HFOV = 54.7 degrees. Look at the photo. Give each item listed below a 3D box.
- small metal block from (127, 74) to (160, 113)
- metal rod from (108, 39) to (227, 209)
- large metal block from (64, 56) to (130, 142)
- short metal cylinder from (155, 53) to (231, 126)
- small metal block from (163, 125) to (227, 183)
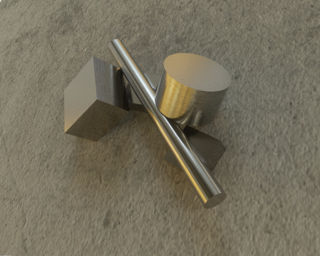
[{"bbox_3d":[-0.022,-0.050,0.447,0.050,0.025,0.050,13,68,33],"label":"small metal block"},{"bbox_3d":[-0.008,-0.029,0.394,0.025,0.025,0.300,-35,51,4],"label":"metal rod"},{"bbox_3d":[-0.093,-0.039,0.439,0.080,0.050,0.080,-39,48,32],"label":"large metal block"},{"bbox_3d":[0.038,-0.048,0.372,0.081,0.050,0.080,9,41,-8],"label":"short metal cylinder"},{"bbox_3d":[0.041,0.031,0.364,0.050,0.025,0.050,27,76,37],"label":"small metal block"}]
